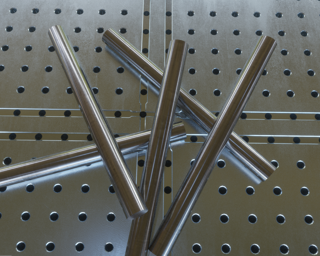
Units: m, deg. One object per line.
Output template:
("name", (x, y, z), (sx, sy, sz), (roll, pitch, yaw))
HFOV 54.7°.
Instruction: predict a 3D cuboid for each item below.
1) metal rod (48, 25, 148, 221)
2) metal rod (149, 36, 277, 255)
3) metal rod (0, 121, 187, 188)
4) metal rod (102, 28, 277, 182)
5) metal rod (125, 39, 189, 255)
("metal rod", (-0.089, -0.025, 0.399), (0.025, 0.025, 0.299), (-24, 64, -9))
("metal rod", (0.069, 0.016, 0.382), (0.025, 0.025, 0.299), (28, 81, 9))
("metal rod", (-0.114, 0.040, 0.395), (0.302, 0.025, 0.025), (-14, 71, -6))
("metal rod", (0.031, -0.039, 0.426), (0.300, 0.025, 0.025), (42, 75, 13))
("metal rod", (-0.004, 0.034, 0.376), (0.025, 0.025, 0.299), (11, 79, 3))
